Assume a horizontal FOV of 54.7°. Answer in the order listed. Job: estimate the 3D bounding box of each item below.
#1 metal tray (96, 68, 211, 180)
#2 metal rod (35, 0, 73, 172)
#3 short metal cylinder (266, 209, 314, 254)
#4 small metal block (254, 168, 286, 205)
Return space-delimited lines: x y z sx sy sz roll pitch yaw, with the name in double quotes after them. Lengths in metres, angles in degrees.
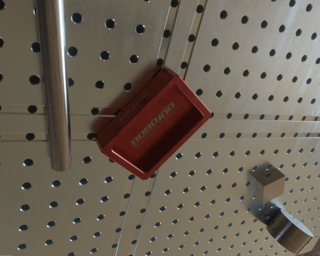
-0.006 -0.002 0.403 0.130 0.030 0.090 -45 129 3 "metal tray"
-0.104 -0.084 0.301 0.025 0.025 0.298 -8 122 -24 "metal rod"
0.277 0.221 0.664 0.080 0.080 0.050 27 103 -38 "short metal cylinder"
0.211 0.112 0.596 0.050 0.025 0.050 -22 127 -16 "small metal block"
